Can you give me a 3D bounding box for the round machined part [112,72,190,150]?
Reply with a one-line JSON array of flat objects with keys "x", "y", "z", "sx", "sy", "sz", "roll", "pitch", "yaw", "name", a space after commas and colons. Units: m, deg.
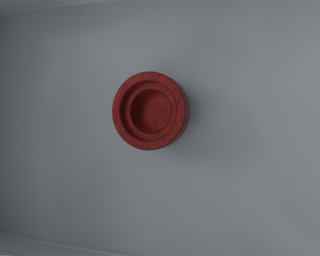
[{"x": -0.009, "y": -0.021, "z": 0.402, "sx": 0.098, "sy": 0.042, "sz": 0.097, "roll": 0, "pitch": 90, "yaw": 20, "name": "round machined part"}]
